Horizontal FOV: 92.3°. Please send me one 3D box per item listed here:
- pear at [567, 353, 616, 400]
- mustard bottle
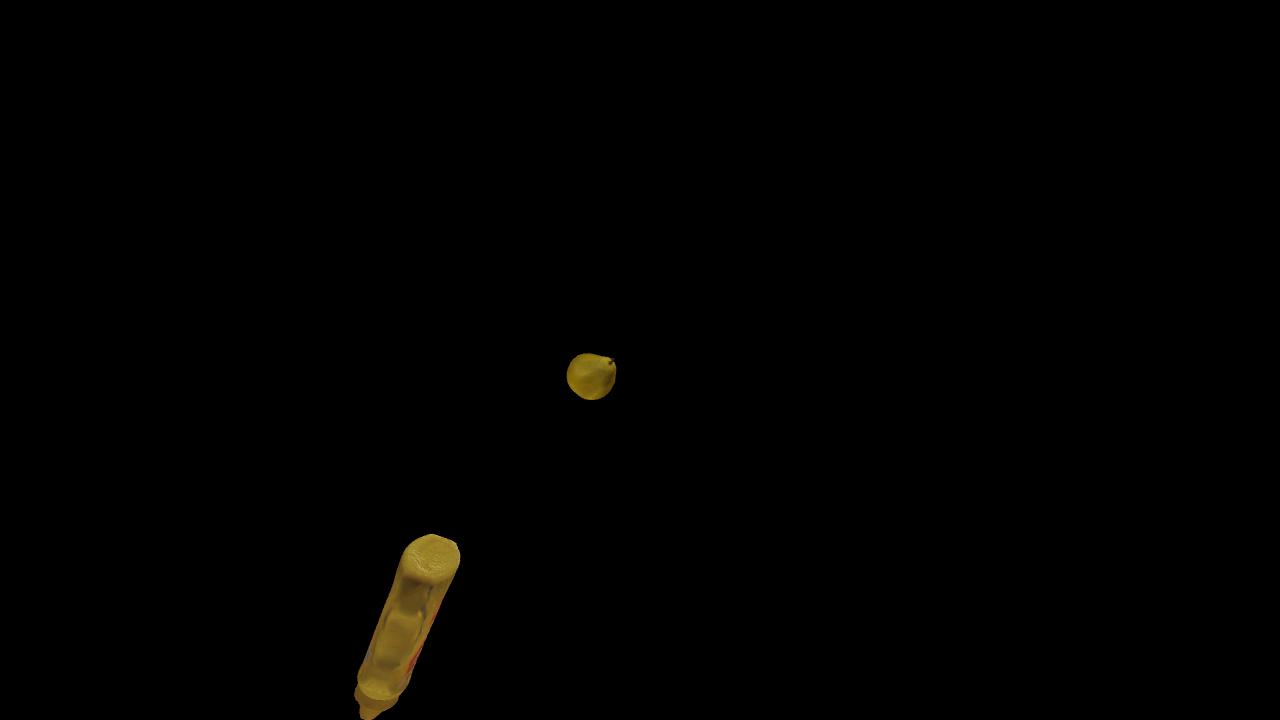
[{"bbox_3d":[-0.064,0.019,0.987,0.080,0.080,0.111,0,-15,-45],"label":"pear"},{"bbox_3d":[-0.236,0.271,0.604,0.054,0.184,0.092,22,6,-12],"label":"mustard bottle"}]
